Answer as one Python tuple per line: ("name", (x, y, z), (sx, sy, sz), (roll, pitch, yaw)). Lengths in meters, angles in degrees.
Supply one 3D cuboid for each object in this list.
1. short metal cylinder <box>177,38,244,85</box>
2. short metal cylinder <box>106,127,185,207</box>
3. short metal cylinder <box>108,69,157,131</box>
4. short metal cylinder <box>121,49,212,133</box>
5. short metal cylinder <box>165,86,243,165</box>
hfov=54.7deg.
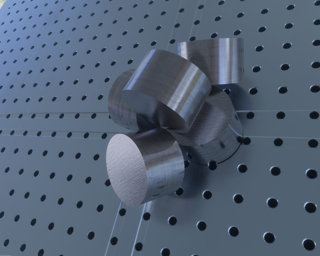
("short metal cylinder", (0.062, -0.081, 0.381), (0.080, 0.080, 0.050), (2, 103, 29))
("short metal cylinder", (-0.018, 0.042, 0.349), (0.080, 0.050, 0.079), (15, 110, 49))
("short metal cylinder", (-0.021, -0.033, 0.404), (0.050, 0.080, 0.080), (20, 73, 36))
("short metal cylinder", (0.007, -0.037, 0.326), (0.080, 0.080, 0.050), (19, 72, 35))
("short metal cylinder", (0.052, -0.003, 0.366), (0.080, 0.050, 0.080), (-14, 55, 21))
